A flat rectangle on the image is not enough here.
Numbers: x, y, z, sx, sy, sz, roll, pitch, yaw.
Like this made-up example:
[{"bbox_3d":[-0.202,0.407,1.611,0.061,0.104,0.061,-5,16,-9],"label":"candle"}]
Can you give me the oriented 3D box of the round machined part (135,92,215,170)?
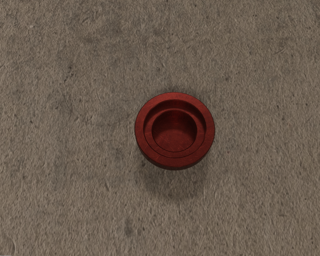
[{"bbox_3d":[0.018,0.007,0.397,0.099,0.042,0.098,0,70,-1],"label":"round machined part"}]
